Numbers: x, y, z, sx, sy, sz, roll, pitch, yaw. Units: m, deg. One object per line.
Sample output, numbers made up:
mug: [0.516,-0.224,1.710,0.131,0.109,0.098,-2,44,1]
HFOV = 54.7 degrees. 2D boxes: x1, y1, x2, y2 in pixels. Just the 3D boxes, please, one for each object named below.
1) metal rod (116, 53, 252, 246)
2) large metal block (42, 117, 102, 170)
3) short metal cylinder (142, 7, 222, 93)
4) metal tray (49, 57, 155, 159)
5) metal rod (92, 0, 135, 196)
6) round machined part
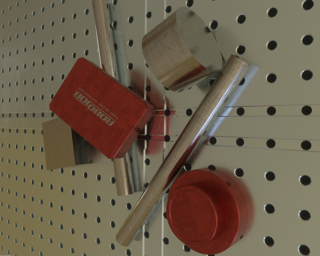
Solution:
metal rod: [0.018,0.044,0.392,0.025,0.025,0.298,45,117,30]
large metal block: [-0.147,0.024,0.511,0.080,0.050,0.080,-14,81,39]
short metal cylinder: [0.026,-0.087,0.351,0.050,0.081,0.080,-28,73,36]
metal tray: [-0.084,-0.028,0.438,0.130,0.030,0.090,37,98,17]
metal rod: [-0.071,-0.050,0.465,0.025,0.025,0.298,-14,81,39]
round machined part: [0.046,0.097,0.359,0.098,0.042,0.097,0,90,39]
